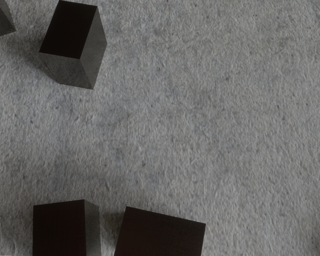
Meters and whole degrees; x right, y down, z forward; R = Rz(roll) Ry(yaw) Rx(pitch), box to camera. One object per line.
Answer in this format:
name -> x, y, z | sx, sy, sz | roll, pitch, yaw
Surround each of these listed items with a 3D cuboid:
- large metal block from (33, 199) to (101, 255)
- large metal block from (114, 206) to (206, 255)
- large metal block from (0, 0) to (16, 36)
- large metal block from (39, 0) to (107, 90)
large metal block -> -0.096, 0.125, 0.332 | 0.050, 0.080, 0.080 | -6, 70, -3
large metal block -> 0.000, 0.122, 0.334 | 0.080, 0.080, 0.050 | 12, 71, 4
large metal block -> -0.266, -0.169, 0.437 | 0.080, 0.080, 0.050 | -21, 72, -8
large metal block -> -0.112, -0.109, 0.417 | 0.050, 0.080, 0.080 | 10, 70, 3
